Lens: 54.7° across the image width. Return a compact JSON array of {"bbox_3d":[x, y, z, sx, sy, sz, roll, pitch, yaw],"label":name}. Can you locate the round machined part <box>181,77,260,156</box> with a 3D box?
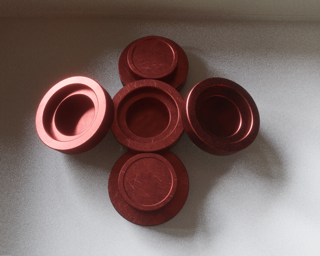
[{"bbox_3d":[0.072,-0.011,0.394,0.099,0.042,0.098,6,69,-16],"label":"round machined part"}]

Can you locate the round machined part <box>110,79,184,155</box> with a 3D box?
[{"bbox_3d":[-0.015,-0.011,0.402,0.099,0.042,0.098,0,70,0],"label":"round machined part"}]

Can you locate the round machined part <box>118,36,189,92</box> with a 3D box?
[{"bbox_3d":[-0.009,-0.088,0.431,0.099,0.042,0.098,0,70,0],"label":"round machined part"}]

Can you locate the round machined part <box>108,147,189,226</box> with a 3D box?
[{"bbox_3d":[-0.014,0.067,0.374,0.099,0.042,0.098,0,70,0],"label":"round machined part"}]

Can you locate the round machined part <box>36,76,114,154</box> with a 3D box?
[{"bbox_3d":[-0.103,-0.013,0.394,0.098,0.042,0.098,-6,69,16],"label":"round machined part"}]
